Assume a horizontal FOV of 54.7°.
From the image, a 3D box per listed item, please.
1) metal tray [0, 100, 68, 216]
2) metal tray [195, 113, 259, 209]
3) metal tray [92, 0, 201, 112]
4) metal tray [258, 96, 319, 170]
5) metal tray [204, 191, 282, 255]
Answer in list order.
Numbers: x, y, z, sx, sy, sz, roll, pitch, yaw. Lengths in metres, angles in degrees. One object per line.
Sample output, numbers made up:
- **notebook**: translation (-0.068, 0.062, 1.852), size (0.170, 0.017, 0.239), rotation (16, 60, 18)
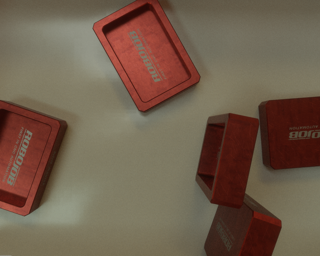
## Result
- **metal tray**: translation (-0.188, 0.038, 0.406), size (0.090, 0.030, 0.129), rotation (19, 90, -1)
- **metal tray**: translation (0.072, 0.032, 0.360), size (0.030, 0.130, 0.089), rotation (12, 90, 0)
- **metal tray**: translation (-0.017, -0.096, 0.408), size (0.090, 0.030, 0.130), rotation (-29, 90, -1)
- **metal tray**: translation (0.204, 0.004, 0.412), size (0.131, 0.030, 0.089), rotation (-4, 90, -1)
- **metal tray**: translation (0.089, 0.127, 0.360), size (0.030, 0.130, 0.090), rotation (20, 90, 0)
